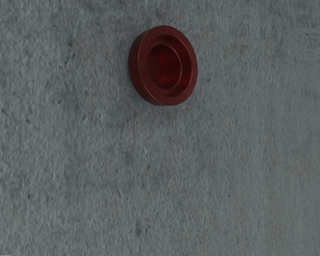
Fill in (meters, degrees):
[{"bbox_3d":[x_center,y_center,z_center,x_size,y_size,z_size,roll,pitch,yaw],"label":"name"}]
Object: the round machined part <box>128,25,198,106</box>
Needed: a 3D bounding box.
[{"bbox_3d":[-0.001,-0.077,0.395,0.099,0.042,0.097,0,90,-40],"label":"round machined part"}]
